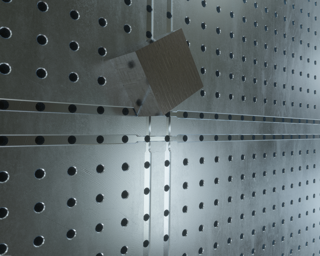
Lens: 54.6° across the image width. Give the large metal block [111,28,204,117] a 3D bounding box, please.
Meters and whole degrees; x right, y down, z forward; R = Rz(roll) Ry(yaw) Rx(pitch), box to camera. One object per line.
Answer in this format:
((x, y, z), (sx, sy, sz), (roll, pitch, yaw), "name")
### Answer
((-0.001, -0.069, 0.391), (0.080, 0.050, 0.080), (-37, 113, -34), "large metal block")
